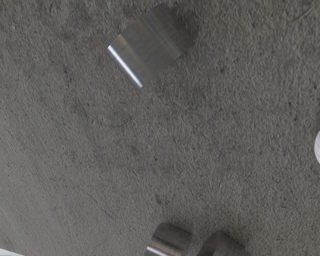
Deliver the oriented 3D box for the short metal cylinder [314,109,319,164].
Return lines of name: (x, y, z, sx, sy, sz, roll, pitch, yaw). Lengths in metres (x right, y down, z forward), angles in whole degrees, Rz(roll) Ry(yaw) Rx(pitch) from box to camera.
short metal cylinder: (0.192, 0.007, 0.294, 0.080, 0.050, 0.079, 13, 124, 21)

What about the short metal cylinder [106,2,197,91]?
short metal cylinder: (-0.009, -0.083, 0.324, 0.080, 0.080, 0.050, -33, 100, 38)

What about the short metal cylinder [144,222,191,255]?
short metal cylinder: (0.012, 0.197, 0.487, 0.050, 0.080, 0.079, 19, 126, 17)

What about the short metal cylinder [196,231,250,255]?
short metal cylinder: (0.086, 0.198, 0.449, 0.050, 0.080, 0.079, 35, 129, 5)
